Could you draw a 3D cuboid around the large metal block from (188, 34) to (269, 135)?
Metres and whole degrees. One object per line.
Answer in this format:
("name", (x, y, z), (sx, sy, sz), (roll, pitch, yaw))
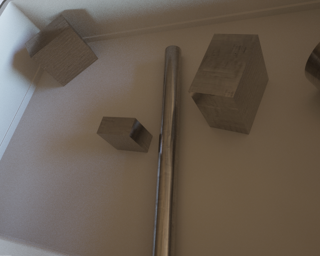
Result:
("large metal block", (0.083, -0.050, 0.357), (0.050, 0.080, 0.080), (13, 68, 33))

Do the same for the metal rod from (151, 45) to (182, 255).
("metal rod", (0.011, 0.015, 0.389), (0.025, 0.025, 0.299), (-10, 57, 22))

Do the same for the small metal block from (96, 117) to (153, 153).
("small metal block", (-0.045, 0.009, 0.407), (0.050, 0.050, 0.025), (3, 64, 29))

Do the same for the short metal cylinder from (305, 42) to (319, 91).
("short metal cylinder", (0.195, -0.061, 0.306), (0.080, 0.080, 0.050), (-32, 52, 7))

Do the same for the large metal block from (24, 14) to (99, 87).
("large metal block", (-0.170, -0.133, 0.539), (0.080, 0.080, 0.050), (-39, 51, 2))
